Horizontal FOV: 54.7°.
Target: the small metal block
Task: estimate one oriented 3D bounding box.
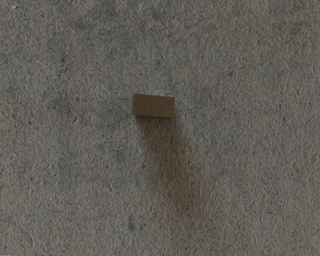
[{"bbox_3d":[-0.008,-0.027,0.398,0.050,0.050,0.025,5,90,-1],"label":"small metal block"}]
